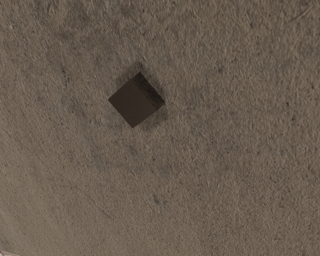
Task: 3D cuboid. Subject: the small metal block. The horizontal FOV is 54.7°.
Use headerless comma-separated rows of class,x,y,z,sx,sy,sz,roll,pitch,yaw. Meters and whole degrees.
small metal block,-0.031,-0.035,0.400,0.050,0.025,0.050,-34,100,38
